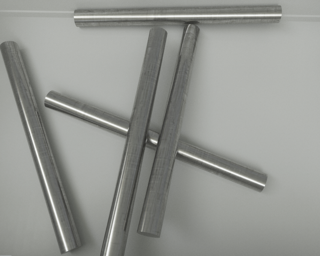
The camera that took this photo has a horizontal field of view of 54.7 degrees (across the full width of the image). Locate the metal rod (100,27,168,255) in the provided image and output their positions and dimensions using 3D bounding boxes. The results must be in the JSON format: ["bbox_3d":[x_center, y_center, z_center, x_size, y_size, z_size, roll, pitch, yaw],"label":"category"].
[{"bbox_3d":[-0.027,0.006,0.379,0.025,0.025,0.299,9,70,3],"label":"metal rod"}]

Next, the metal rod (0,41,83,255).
[{"bbox_3d":[-0.160,0.011,0.403,0.025,0.025,0.299,-22,72,-8],"label":"metal rod"}]

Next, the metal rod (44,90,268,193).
[{"bbox_3d":[-0.011,0.015,0.404,0.301,0.025,0.025,21,71,7],"label":"metal rod"}]

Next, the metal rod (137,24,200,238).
[{"bbox_3d":[0.018,-0.017,0.393,0.025,0.025,0.300,11,62,4],"label":"metal rod"}]

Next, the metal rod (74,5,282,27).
[{"bbox_3d":[0.024,-0.167,0.462,0.302,0.025,0.025,0,70,3],"label":"metal rod"}]
